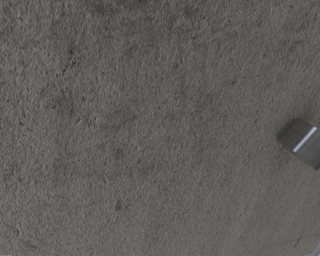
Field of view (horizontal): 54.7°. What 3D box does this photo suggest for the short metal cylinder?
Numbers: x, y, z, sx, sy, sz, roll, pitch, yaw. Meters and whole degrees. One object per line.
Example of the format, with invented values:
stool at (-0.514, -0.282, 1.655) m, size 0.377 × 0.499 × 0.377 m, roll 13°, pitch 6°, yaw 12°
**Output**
short metal cylinder at (0.248, 0.027, 0.523) m, size 0.080 × 0.080 × 0.050 m, roll 33°, pitch 100°, yaw -38°
